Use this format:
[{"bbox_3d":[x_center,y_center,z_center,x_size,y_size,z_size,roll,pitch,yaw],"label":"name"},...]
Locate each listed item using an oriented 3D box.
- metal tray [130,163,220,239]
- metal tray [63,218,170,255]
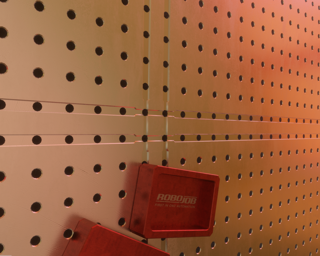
[{"bbox_3d":[0.026,0.102,0.429,0.131,0.030,0.090,15,80,-39],"label":"metal tray"},{"bbox_3d":[-0.054,0.172,0.363,0.130,0.030,0.090,37,67,-34],"label":"metal tray"}]
